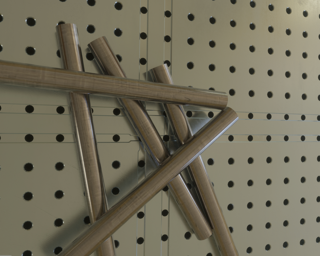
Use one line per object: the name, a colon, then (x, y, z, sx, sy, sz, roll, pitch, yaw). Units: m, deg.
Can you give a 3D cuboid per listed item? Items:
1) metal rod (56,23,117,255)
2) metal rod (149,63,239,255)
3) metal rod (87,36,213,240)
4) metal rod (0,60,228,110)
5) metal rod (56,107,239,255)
metal rod: (-0.089, 0.025, 0.380, 0.025, 0.025, 0.298, -10, 94, -20)
metal rod: (0.051, 0.056, 0.433, 0.025, 0.025, 0.298, -24, 98, -19)
metal rod: (-0.008, 0.021, 0.410, 0.025, 0.025, 0.299, -32, 101, -17)
metal rod: (-0.056, -0.049, 0.366, 0.302, 0.025, 0.025, 5, 88, -20)
metal rod: (-0.013, 0.074, 0.382, 0.301, 0.025, 0.025, -40, 103, -16)
